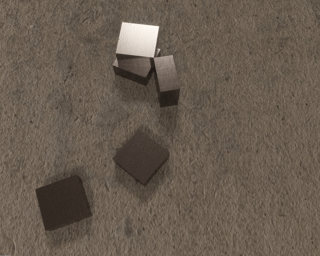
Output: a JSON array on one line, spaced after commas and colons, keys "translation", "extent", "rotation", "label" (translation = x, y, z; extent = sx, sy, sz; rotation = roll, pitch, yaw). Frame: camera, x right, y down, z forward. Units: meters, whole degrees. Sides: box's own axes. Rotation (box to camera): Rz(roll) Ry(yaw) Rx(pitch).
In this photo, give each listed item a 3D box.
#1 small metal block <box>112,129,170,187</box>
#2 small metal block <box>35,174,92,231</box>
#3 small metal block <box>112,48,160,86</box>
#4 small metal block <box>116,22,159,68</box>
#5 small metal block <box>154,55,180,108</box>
[{"translation": [-0.023, 0.038, 0.394], "extent": [0.050, 0.025, 0.050], "rotation": [37, 74, 12], "label": "small metal block"}, {"translation": [-0.116, 0.090, 0.374], "extent": [0.050, 0.025, 0.050], "rotation": [-20, 71, -7], "label": "small metal block"}, {"translation": [-0.032, -0.095, 0.442], "extent": [0.050, 0.025, 0.050], "rotation": [22, 71, 7], "label": "small metal block"}, {"translation": [-0.030, -0.113, 0.423], "extent": [0.050, 0.025, 0.050], "rotation": [7, 70, 2], "label": "small metal block"}, {"translation": [0.008, -0.062, 0.418], "extent": [0.025, 0.050, 0.050], "rotation": [-9, 71, -4], "label": "small metal block"}]
